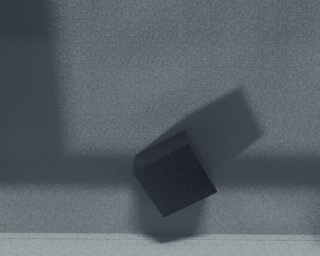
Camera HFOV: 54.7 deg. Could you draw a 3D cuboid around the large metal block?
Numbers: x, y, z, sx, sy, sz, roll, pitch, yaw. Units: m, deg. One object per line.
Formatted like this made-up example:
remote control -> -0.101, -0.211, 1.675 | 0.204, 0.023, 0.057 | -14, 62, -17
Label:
large metal block -> 0.020, 0.061, 0.421 | 0.080, 0.050, 0.080 | -28, 108, 9
